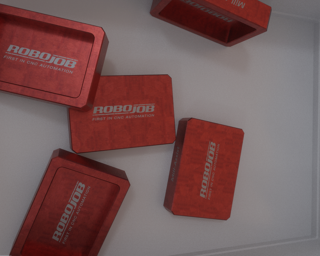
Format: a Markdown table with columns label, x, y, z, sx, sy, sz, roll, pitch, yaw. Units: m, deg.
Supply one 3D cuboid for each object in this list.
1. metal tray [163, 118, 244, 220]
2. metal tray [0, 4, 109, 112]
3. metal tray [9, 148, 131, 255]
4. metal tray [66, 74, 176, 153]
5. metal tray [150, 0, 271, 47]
| label | x | y | z | sx | sy | sz | roll | pitch | yaw |
| --- | --- | --- | --- | --- | --- | --- | --- | --- | --- |
| metal tray | 0.062 | 0.057 | 0.432 | 0.091 | 0.030 | 0.129 | 12 | 86 | -20 |
| metal tray | -0.131 | -0.076 | 0.337 | 0.131 | 0.030 | 0.090 | 13 | 85 | -1 |
| metal tray | -0.102 | 0.099 | 0.354 | 0.091 | 0.030 | 0.129 | 23 | 96 | -19 |
| metal tray | -0.048 | -0.020 | 0.391 | 0.131 | 0.030 | 0.089 | -5 | 92 | -20 |
| metal tray | 0.063 | -0.150 | 0.400 | 0.131 | 0.090 | 0.030 | 16 | 85 | -20 |
